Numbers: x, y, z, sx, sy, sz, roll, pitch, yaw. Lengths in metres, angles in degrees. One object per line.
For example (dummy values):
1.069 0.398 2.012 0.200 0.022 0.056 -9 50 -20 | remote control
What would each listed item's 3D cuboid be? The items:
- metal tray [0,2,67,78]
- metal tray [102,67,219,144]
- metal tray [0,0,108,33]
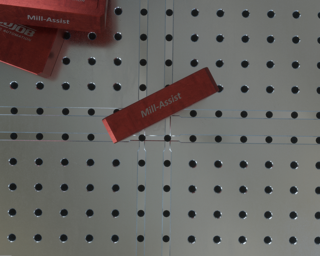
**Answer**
-0.197 -0.131 0.408 0.131 0.030 0.090 20 90 -1 | metal tray
0.001 -0.025 0.380 0.131 0.090 0.030 -27 90 0 | metal tray
-0.131 -0.169 0.383 0.131 0.030 0.090 4 66 -8 | metal tray
